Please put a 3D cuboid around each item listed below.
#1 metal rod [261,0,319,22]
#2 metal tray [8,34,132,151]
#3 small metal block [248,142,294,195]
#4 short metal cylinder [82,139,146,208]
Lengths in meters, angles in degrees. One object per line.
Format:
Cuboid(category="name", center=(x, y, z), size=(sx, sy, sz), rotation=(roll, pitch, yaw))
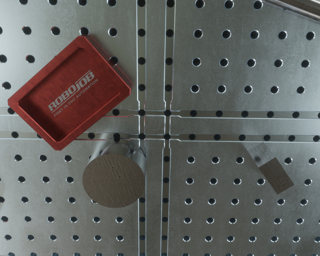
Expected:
Cuboid(category="metal rod", center=(0.071, -0.175, 0.349), size=(0.302, 0.025, 0.025), rotation=(17, 109, -7))
Cuboid(category="metal tray", center=(-0.112, -0.043, 0.393), size=(0.130, 0.030, 0.090), rotation=(-37, 106, 12))
Cuboid(category="small metal block", center=(0.150, 0.054, 0.422), size=(0.025, 0.050, 0.050), rotation=(-35, 107, 12))
Cuboid(category="short metal cylinder", center=(-0.059, 0.061, 0.422), size=(0.081, 0.050, 0.079), rotation=(0, 110, -1))
